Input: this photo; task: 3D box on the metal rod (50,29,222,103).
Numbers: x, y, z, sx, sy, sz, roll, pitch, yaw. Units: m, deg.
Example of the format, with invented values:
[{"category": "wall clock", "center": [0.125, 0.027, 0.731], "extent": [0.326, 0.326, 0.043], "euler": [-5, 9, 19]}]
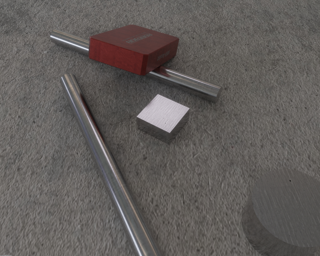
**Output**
[{"category": "metal rod", "center": [-0.048, -0.103, 0.489], "extent": [0.301, 0.025, 0.025], "euler": [23, 54, 18]}]

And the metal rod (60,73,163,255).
[{"category": "metal rod", "center": [-0.070, 0.032, 0.375], "extent": [0.025, 0.025, 0.300], "euler": [-21, 53, -17]}]

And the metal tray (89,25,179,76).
[{"category": "metal tray", "center": [-0.035, -0.123, 0.472], "extent": [0.090, 0.030, 0.131], "euler": [21, 31, 14]}]

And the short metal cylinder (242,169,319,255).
[{"category": "short metal cylinder", "center": [0.128, 0.089, 0.313], "extent": [0.081, 0.050, 0.080], "euler": [0, 50, 0]}]

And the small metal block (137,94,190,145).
[{"category": "small metal block", "center": [0.005, -0.012, 0.413], "extent": [0.050, 0.025, 0.050], "euler": [26, 55, 20]}]
